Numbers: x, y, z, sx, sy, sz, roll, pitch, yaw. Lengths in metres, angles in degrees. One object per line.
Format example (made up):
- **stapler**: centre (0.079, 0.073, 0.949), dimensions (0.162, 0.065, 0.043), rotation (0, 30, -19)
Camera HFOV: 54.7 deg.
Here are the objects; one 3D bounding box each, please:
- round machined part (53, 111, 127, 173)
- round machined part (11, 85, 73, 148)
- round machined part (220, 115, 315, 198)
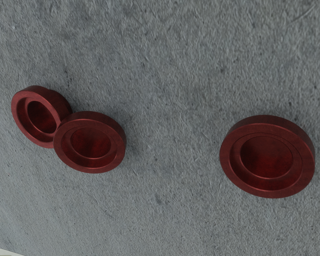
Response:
- **round machined part**: centre (-0.096, 0.016, 0.442), dimensions (0.099, 0.042, 0.097), rotation (1, 126, 1)
- **round machined part**: centre (-0.174, -0.021, 0.475), dimensions (0.098, 0.042, 0.097), rotation (13, 124, 21)
- **round machined part**: centre (0.121, 0.028, 0.349), dimensions (0.098, 0.042, 0.097), rotation (13, 124, 21)
